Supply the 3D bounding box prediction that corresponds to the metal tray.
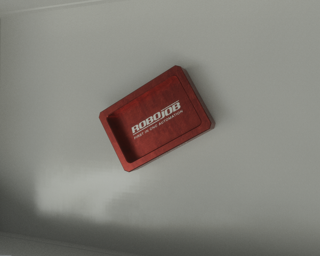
[{"bbox_3d":[-0.006,-0.010,0.407,0.130,0.030,0.090,-30,81,17],"label":"metal tray"}]
